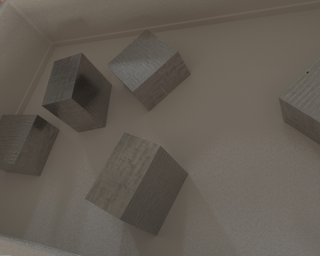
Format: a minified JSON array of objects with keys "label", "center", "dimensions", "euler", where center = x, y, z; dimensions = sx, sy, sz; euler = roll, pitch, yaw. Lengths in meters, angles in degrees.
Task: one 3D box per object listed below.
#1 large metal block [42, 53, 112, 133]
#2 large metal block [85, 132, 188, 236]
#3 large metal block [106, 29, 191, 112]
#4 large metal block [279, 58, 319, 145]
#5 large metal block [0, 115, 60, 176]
[{"label":"large metal block","center":[-0.119,-0.050,0.462],"dimensions":[0.050,0.080,0.080],"euler":[-11,57,22]},{"label":"large metal block","center":[-0.021,0.063,0.342],"dimensions":[0.050,0.080,0.080],"euler":[18,71,35]},{"label":"large metal block","center":[-0.017,-0.085,0.449],"dimensions":[0.080,0.050,0.080],"euler":[-43,51,-1]},{"label":"large metal block","center":[0.182,-0.025,0.310],"dimensions":[0.080,0.050,0.080],"euler":[-44,51,-2]},{"label":"large metal block","center":[-0.218,0.026,0.486],"dimensions":[0.080,0.050,0.080],"euler":[1,62,28]}]
